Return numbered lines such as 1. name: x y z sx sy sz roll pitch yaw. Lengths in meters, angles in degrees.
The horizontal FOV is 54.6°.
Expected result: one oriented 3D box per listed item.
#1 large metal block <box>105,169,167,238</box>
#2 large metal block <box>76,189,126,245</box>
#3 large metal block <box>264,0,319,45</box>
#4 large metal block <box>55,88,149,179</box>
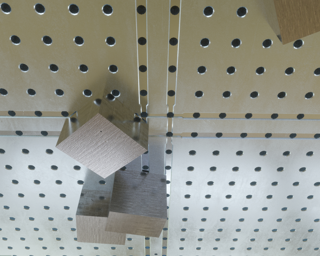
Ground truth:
1. large metal block: -0.035 0.112 0.470 0.080 0.080 0.050 10 129 -9
2. large metal block: -0.095 0.151 0.523 0.080 0.050 0.079 6 130 -5
3. large metal block: 0.138 -0.135 0.281 0.080 0.050 0.080 -19 128 15
4. large metal block: -0.072 0.010 0.403 0.080 0.050 0.080 -34 122 25
